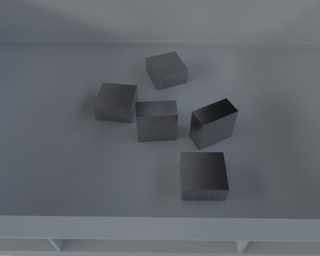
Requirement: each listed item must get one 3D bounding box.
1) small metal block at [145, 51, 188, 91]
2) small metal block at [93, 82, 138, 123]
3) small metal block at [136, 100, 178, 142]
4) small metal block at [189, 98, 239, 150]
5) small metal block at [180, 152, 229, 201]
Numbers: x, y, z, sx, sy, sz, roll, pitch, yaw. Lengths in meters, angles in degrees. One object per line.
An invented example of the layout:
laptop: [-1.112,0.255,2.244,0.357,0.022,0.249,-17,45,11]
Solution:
small metal block: [0.010,-0.089,0.480,0.050,0.025,0.050,-16,52,-14]
small metal block: [-0.061,-0.036,0.435,0.050,0.025,0.050,6,50,4]
small metal block: [-0.004,-0.008,0.395,0.050,0.050,0.025,-3,50,-3]
small metal block: [0.067,-0.004,0.393,0.050,0.050,0.025,-22,54,-17]
small metal block: [0.050,0.055,0.359,0.050,0.025,0.050,0,50,0]
